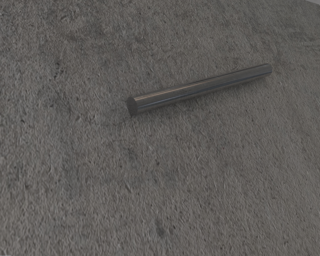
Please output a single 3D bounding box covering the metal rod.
[{"bbox_3d":[0.081,-0.068,0.488,0.302,0.025,0.025,-19,72,-35],"label":"metal rod"}]
